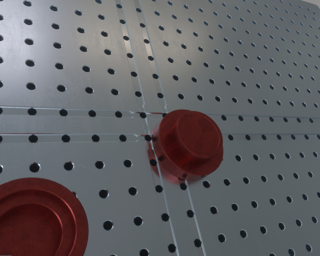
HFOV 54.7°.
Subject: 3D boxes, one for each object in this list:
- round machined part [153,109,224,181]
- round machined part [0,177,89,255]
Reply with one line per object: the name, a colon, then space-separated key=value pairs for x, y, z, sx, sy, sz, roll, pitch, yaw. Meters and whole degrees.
round machined part: x=0.044 y=0.016 z=0.410 sx=0.099 sy=0.042 sz=0.098 roll=14 pitch=56 yaw=-21
round machined part: x=-0.117 y=0.097 z=0.275 sx=0.099 sy=0.042 sz=0.098 roll=14 pitch=56 yaw=-21
